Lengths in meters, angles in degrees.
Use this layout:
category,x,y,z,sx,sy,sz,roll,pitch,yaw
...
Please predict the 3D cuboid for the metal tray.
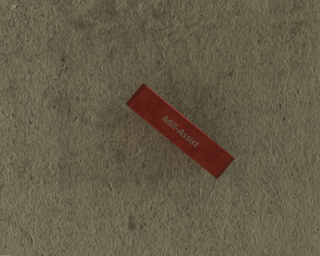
category,x,y,z,sx,sy,sz,roll,pitch,yaw
metal tray,0.022,0.003,0.379,0.130,0.090,0.030,39,90,-1
